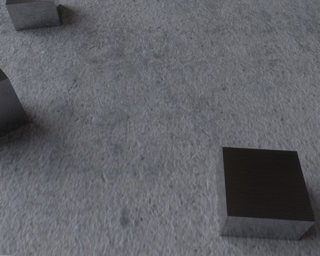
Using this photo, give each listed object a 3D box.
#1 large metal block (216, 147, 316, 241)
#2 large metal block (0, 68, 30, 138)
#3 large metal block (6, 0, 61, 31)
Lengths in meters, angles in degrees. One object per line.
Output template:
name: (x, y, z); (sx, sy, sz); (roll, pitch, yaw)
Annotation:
large metal block: (0.105, 0.069, 0.330); (0.080, 0.050, 0.080); (3, 50, 2)
large metal block: (-0.225, -0.028, 0.388); (0.080, 0.080, 0.050); (-33, 58, -25)
large metal block: (-0.233, -0.230, 0.577); (0.081, 0.050, 0.080); (-10, 51, -9)
